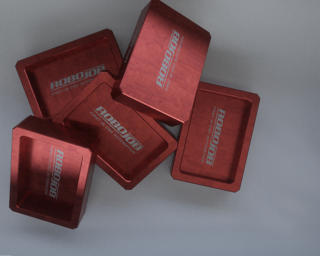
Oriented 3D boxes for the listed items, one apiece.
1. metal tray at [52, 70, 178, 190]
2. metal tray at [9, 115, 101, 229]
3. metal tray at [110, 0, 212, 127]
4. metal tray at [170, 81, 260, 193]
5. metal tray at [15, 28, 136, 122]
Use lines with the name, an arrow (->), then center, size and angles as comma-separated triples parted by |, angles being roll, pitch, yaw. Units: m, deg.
metal tray -> -0.053, 0.004, 0.385 | 0.090, 0.030, 0.130 | -43, 105, 6
metal tray -> -0.130, 0.057, 0.376 | 0.090, 0.030, 0.129 | 17, 118, -1
metal tray -> 0.005, -0.077, 0.373 | 0.090, 0.030, 0.130 | 25, 70, -23
metal tray -> 0.071, 0.011, 0.408 | 0.091, 0.030, 0.129 | 13, 90, -1
metal tray -> -0.108, -0.064, 0.406 | 0.131, 0.030, 0.090 | -21, 90, -1
